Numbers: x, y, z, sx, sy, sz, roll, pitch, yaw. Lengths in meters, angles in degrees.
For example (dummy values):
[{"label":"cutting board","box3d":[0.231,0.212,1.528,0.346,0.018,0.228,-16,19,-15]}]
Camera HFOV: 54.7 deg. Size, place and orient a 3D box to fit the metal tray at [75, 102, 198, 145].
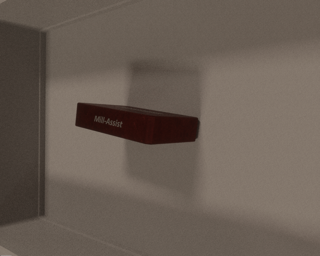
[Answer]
[{"label":"metal tray","box3d":[-0.031,-0.008,0.387,0.130,0.091,0.030,12,98,39]}]
